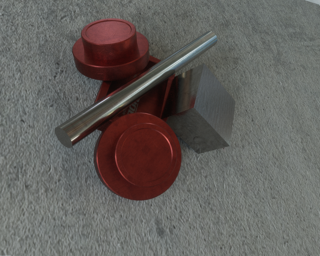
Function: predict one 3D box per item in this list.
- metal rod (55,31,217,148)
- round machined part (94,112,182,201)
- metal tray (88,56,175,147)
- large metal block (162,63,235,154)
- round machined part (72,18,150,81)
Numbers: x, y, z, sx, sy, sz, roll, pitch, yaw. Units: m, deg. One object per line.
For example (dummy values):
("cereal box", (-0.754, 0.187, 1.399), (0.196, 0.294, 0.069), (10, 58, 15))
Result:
("metal rod", (-0.008, -0.067, 0.404), (0.025, 0.025, 0.302), (46, 51, 4))
("round machined part", (-0.020, 0.031, 0.343), (0.099, 0.042, 0.097), (3, 81, -21))
("metal tray", (-0.033, -0.046, 0.412), (0.091, 0.030, 0.130), (22, 53, -15))
("large metal block", (0.055, -0.024, 0.415), (0.080, 0.050, 0.080), (43, 46, -31))
("round machined part", (-0.064, -0.107, 0.400), (0.099, 0.042, 0.098), (-1, 45, 1))
